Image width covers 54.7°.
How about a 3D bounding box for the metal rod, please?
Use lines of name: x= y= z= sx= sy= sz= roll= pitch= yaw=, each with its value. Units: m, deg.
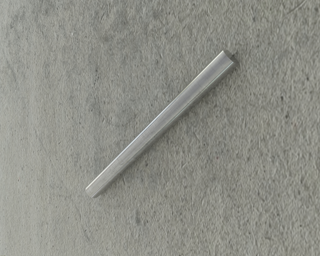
metal rod: x=-0.014 y=0.011 z=0.417 sx=0.299 sy=0.025 sz=0.025 roll=-44 pitch=64 yaw=30
